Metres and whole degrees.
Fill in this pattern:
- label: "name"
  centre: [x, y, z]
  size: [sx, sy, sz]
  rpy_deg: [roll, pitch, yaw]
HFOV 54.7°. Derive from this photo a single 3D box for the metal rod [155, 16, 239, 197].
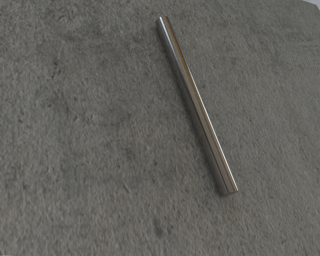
- label: "metal rod"
  centre: [0.047, -0.046, 0.458]
  size: [0.025, 0.025, 0.299]
  rpy_deg: [-4, 64, -31]
